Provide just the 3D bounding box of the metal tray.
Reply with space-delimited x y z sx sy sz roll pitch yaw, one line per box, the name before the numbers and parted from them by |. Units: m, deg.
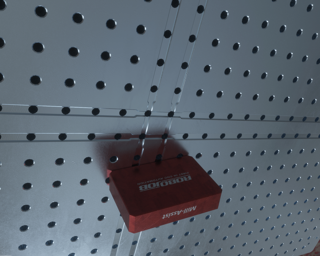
metal tray | 0.006 0.084 0.423 0.131 0.090 0.030 -9 122 -24
